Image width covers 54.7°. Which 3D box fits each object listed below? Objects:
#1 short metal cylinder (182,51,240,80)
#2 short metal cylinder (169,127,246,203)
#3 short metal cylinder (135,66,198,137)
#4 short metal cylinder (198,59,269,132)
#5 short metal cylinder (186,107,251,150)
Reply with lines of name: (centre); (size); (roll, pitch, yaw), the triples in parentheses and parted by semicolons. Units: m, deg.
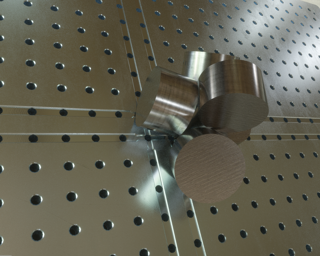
short metal cylinder: (0.072, -0.081, 0.452); (0.081, 0.080, 0.050); (2, 101, -27)
short metal cylinder: (0.054, 0.042, 0.368); (0.081, 0.050, 0.079); (-1, 98, -5)
short metal cylinder: (0.007, -0.033, 0.396); (0.050, 0.080, 0.080); (17, 55, -18)
short metal cylinder: (0.087, -0.037, 0.376); (0.081, 0.080, 0.050); (16, 55, -19)
short metal cylinder: (0.079, -0.004, 0.435); (0.081, 0.050, 0.080); (13, 55, -20)
